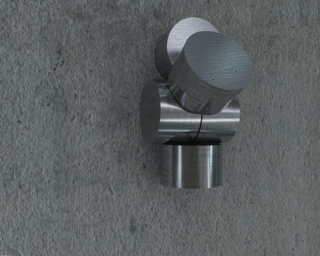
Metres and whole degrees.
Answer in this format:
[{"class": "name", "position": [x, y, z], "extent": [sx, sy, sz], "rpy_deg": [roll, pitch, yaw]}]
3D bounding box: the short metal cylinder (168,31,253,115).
[{"class": "short metal cylinder", "position": [0.055, -0.061, 0.348], "extent": [0.081, 0.050, 0.080], "rpy_deg": [10, 59, -16]}]

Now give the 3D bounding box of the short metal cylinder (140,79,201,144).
[{"class": "short metal cylinder", "position": [0.010, -0.020, 0.386], "extent": [0.050, 0.080, 0.079], "rpy_deg": [1, 90, -21]}]

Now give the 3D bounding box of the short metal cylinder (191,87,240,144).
[{"class": "short metal cylinder", "position": [0.060, -0.019, 0.404], "extent": [0.050, 0.080, 0.079], "rpy_deg": [0, 90, -20]}]

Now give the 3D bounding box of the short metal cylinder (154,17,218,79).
[{"class": "short metal cylinder", "position": [0.038, -0.099, 0.413], "extent": [0.081, 0.050, 0.079], "rpy_deg": [0, 90, -21]}]

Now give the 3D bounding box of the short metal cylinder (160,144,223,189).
[{"class": "short metal cylinder", "position": [0.040, 0.045, 0.397], "extent": [0.081, 0.080, 0.050], "rpy_deg": [0, 90, -20]}]
